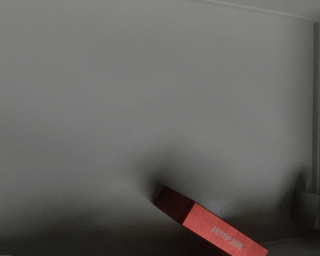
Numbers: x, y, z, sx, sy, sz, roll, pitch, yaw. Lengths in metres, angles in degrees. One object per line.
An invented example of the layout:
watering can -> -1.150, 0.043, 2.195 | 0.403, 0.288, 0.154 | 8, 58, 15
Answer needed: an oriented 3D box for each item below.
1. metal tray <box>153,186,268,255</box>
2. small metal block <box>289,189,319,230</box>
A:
metal tray -> 0.063, 0.127, 0.400 | 0.130, 0.090, 0.030 | 36, 79, -17
small metal block -> 0.236, 0.127, 0.487 | 0.025, 0.050, 0.050 | 14, 86, -20
